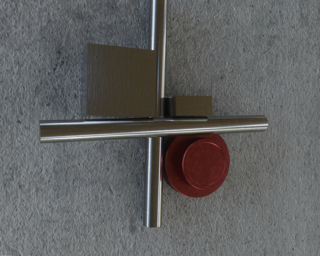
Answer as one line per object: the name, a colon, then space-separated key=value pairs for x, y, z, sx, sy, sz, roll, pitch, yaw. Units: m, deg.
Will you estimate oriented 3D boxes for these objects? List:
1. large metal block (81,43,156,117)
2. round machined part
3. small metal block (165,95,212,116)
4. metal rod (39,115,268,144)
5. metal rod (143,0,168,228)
large metal block: x=-0.051 y=-0.053 z=0.378 sx=0.081 sy=0.050 sz=0.079 roll=1 pitch=90 yaw=-21
round machined part: x=0.054 y=0.047 z=0.421 sx=0.099 sy=0.042 sz=0.097 roll=0 pitch=90 yaw=-21
small metal block: x=0.035 y=-0.028 z=0.411 sx=0.050 sy=0.050 sz=0.025 roll=-2 pitch=91 yaw=-20
metal rod: x=0.011 y=-0.001 z=0.389 sx=0.303 sy=0.025 sz=0.025 roll=-2 pitch=91 yaw=-24
metal rod: x=-0.006 y=-0.022 z=0.409 sx=0.025 sy=0.025 sz=0.298 roll=2 pitch=89 yaw=-20
